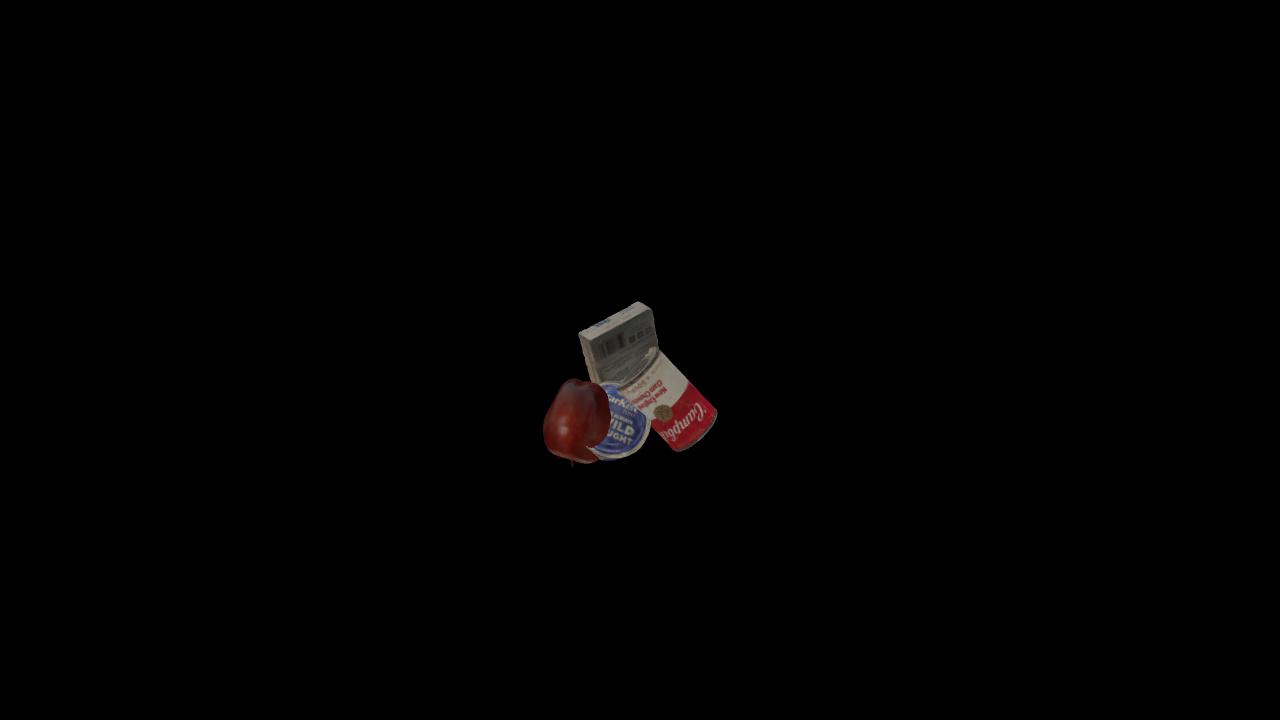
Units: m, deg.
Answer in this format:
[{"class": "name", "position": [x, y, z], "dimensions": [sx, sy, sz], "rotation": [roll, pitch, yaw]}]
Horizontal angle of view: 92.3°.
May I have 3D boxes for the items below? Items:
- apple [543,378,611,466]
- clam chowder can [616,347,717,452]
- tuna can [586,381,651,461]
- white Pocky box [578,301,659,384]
[{"class": "apple", "position": [-0.065, 0.069, 0.667], "dimensions": [0.079, 0.093, 0.079], "rotation": [13, -3, 1]}, {"class": "clam chowder can", "position": [0.028, 0.043, 0.685], "dimensions": [0.068, 0.102, 0.068], "rotation": [-41, 13, 12]}, {"class": "tuna can", "position": [-0.032, 0.067, 0.668], "dimensions": [0.084, 0.084, 0.034], "rotation": [0, -14, -16]}, {"class": "white Pocky box", "position": [-0.014, 0.017, 0.703], "dimensions": [0.084, 0.154, 0.028], "rotation": [-30, 41, -23]}]
